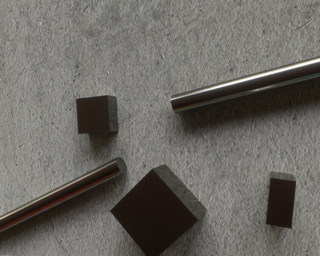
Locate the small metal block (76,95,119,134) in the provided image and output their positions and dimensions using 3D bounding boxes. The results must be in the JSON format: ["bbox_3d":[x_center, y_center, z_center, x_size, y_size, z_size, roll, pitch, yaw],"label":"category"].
[{"bbox_3d":[-0.089,-0.018,0.439,0.050,0.025,0.050,-4,89,19],"label":"small metal block"}]

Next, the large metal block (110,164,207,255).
[{"bbox_3d":[-0.001,0.105,0.395,0.080,0.050,0.080,-46,76,14],"label":"large metal block"}]

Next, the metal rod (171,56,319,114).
[{"bbox_3d":[0.157,-0.063,0.353,0.301,0.025,0.025,-13,86,19],"label":"metal rod"}]

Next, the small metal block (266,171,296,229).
[{"bbox_3d":[0.135,0.079,0.348,0.025,0.050,0.050,6,92,20],"label":"small metal block"}]

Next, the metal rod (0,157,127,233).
[{"bbox_3d":[-0.180,0.116,0.470,0.300,0.025,0.025,-27,81,17],"label":"metal rod"}]
